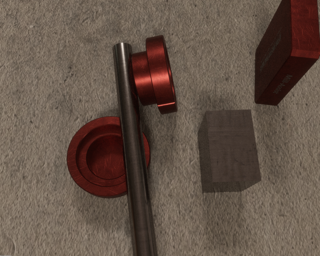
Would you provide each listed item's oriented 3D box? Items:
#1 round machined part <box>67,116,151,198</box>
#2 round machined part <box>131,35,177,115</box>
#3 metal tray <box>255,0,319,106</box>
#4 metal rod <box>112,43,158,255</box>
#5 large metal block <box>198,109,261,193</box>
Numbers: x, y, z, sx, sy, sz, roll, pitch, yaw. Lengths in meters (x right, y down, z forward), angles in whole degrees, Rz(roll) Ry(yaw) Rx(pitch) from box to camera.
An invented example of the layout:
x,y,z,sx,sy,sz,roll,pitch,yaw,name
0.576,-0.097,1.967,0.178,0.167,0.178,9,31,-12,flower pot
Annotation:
x,y,z,sx,sy,sz,roll,pitch,yaw,name
-0.061,0.038,0.384,0.099,0.042,0.098,0,70,0,round machined part
-0.007,-0.065,0.394,0.042,0.098,0.098,-10,70,6,round machined part
0.153,-0.094,0.389,0.030,0.130,0.090,7,70,2,metal tray
-0.028,0.036,0.349,0.025,0.025,0.299,-7,70,-3,metal rod
0.078,0.031,0.369,0.050,0.080,0.080,-2,70,-1,large metal block
